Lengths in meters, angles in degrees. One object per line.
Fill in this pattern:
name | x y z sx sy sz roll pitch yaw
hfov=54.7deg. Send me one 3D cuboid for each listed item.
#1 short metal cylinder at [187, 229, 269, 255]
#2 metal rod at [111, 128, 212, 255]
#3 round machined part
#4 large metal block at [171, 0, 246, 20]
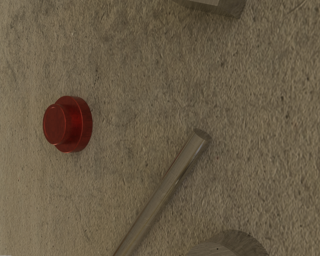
short metal cylinder | 0.072 0.155 0.328 0.080 0.050 0.079 0 90 39
metal rod | -0.021 0.126 0.419 0.025 0.025 0.298 45 117 30
round machined part | -0.162 -0.006 0.524 0.098 0.042 0.097 0 90 39
large metal block | 0.057 -0.174 0.340 0.080 0.050 0.079 29 108 36
